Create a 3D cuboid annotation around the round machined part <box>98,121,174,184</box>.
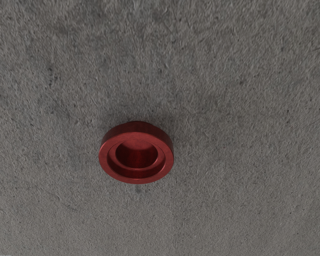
[{"bbox_3d":[-0.031,0.029,0.420,0.099,0.042,0.097,0,130,0],"label":"round machined part"}]
